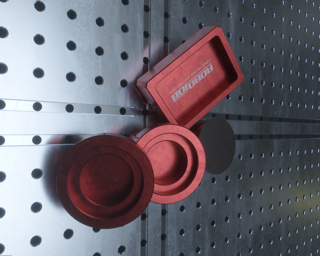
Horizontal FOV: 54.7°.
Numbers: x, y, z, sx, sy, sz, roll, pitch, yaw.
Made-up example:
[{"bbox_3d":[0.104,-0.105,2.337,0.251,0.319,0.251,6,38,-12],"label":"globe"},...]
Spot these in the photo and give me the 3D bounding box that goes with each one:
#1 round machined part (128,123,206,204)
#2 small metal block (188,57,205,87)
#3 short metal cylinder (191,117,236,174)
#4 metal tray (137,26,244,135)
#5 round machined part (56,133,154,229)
[{"bbox_3d":[0.004,0.042,0.390,0.099,0.042,0.097,-2,95,-19],"label":"round machined part"},{"bbox_3d":[0.056,-0.087,0.459,0.050,0.025,0.050,49,61,-29],"label":"small metal block"},{"bbox_3d":[0.064,0.025,0.449,0.081,0.050,0.079,0,90,-40],"label":"short metal cylinder"},{"bbox_3d":[0.045,-0.064,0.418,0.130,0.030,0.090,-41,118,-13],"label":"metal tray"},{"bbox_3d":[-0.056,0.053,0.333,0.099,0.042,0.097,0,96,-4],"label":"round machined part"}]
